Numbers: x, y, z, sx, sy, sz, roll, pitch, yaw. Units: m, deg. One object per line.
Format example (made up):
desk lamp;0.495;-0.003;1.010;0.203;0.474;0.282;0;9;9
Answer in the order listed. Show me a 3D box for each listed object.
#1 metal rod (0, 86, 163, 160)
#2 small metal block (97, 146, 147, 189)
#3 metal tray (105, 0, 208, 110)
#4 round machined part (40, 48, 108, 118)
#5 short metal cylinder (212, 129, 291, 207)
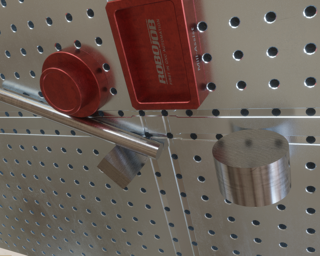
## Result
metal rod;-0.137;-0.013;0.472;0.301;0.025;0.025;19;126;16
small metal block;-0.055;0.053;0.455;0.050;0.050;0.025;41;129;0
metal tray;-0.001;-0.085;0.354;0.090;0.030;0.129;1;119;27
round machined part;-0.125;-0.057;0.429;0.098;0.042;0.097;13;124;20
short metal cylinder;0.103;0.042;0.347;0.080;0.080;0.050;0;118;28
